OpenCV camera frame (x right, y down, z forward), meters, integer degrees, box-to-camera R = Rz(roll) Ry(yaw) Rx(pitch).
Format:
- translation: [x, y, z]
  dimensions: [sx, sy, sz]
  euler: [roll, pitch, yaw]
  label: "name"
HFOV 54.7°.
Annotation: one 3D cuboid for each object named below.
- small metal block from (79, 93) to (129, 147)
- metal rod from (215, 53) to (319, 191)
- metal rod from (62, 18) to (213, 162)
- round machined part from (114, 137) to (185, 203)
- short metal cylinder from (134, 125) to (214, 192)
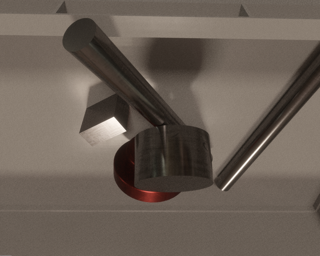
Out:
- translation: [-0.067, -0.011, 0.382]
  dimensions: [0.050, 0.050, 0.025]
  euler: [-24, 126, 18]
  label: "small metal block"
- translation: [0.156, -0.016, 0.397]
  dimensions: [0.025, 0.025, 0.298]
  euler: [17, 128, -15]
  label: "metal rod"
- translation: [0.007, -0.007, 0.322]
  dimensions: [0.025, 0.025, 0.300]
  euler: [-20, 153, 16]
  label: "metal rod"
- translation: [-0.010, 0.043, 0.397]
  dimensions: [0.099, 0.098, 0.042]
  euler: [4, 130, -4]
  label: "round machined part"
- translation: [0.014, 0.035, 0.325]
  dimensions: [0.081, 0.050, 0.080]
  euler: [-1, 158, 0]
  label: "short metal cylinder"
